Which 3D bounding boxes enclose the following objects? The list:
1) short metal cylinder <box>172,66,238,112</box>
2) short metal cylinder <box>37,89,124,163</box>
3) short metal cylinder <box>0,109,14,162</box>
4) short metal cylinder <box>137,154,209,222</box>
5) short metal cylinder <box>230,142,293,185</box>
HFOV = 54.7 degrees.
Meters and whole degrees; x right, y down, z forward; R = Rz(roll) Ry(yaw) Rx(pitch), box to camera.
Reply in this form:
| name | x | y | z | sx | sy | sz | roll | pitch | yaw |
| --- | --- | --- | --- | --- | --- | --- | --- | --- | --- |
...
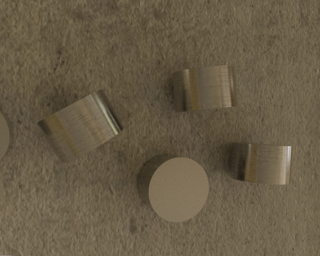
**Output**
| name | x | y | z | sx | sy | sz | roll | pitch | yaw |
| --- | --- | --- | --- | --- | --- | --- | --- | --- | --- |
| short metal cylinder | 0.058 | -0.049 | 0.402 | 0.081 | 0.080 | 0.050 | -7 | 93 | -20 |
| short metal cylinder | -0.088 | -0.003 | 0.348 | 0.080 | 0.080 | 0.050 | -31 | 101 | -18 |
| short metal cylinder | -0.199 | 0.008 | 0.322 | 0.081 | 0.050 | 0.079 | 0 | 90 | -21 |
| short metal cylinder | 0.016 | 0.075 | 0.403 | 0.081 | 0.050 | 0.079 | 0 | 90 | -20 |
| short metal cylinder | 0.141 | 0.047 | 0.434 | 0.081 | 0.080 | 0.050 | 4 | 89 | -20 |
